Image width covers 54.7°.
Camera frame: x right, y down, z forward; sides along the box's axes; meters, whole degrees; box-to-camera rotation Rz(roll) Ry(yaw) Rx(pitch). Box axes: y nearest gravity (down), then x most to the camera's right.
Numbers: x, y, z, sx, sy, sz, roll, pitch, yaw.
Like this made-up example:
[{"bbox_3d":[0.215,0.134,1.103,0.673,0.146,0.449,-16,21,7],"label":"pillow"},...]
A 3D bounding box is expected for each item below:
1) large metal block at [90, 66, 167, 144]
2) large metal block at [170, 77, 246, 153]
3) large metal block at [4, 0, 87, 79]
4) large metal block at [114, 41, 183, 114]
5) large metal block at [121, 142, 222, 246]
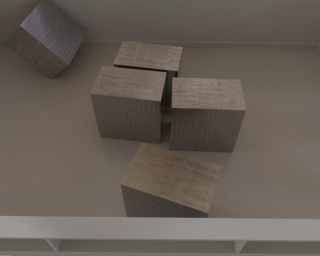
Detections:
[{"bbox_3d":[-0.035,-0.028,0.392,0.080,0.080,0.050,6,51,5],"label":"large metal block"},{"bbox_3d":[0.054,-0.014,0.382,0.081,0.080,0.050,2,50,1],"label":"large metal block"},{"bbox_3d":[-0.172,-0.137,0.474,0.050,0.080,0.080,-24,38,37],"label":"large metal block"},{"bbox_3d":[-0.014,-0.068,0.426,0.080,0.080,0.050,7,51,6],"label":"large metal block"},{"bbox_3d":[0.011,0.068,0.312,0.080,0.080,0.050,16,52,12],"label":"large metal block"}]
